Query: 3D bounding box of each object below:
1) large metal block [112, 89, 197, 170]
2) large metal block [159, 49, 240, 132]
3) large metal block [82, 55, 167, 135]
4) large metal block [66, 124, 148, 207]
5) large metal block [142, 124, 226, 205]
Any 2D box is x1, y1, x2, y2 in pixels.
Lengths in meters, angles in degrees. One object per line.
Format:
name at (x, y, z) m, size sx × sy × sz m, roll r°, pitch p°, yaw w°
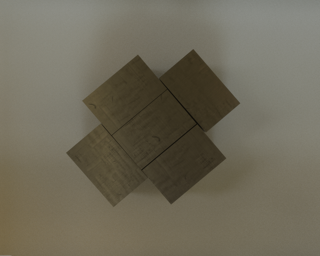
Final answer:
large metal block at (-0.006, 0.001, 0.383) m, size 0.080 × 0.080 × 0.050 m, roll -40°, pitch 90°, yaw 0°
large metal block at (0.044, -0.042, 0.384) m, size 0.050 × 0.080 × 0.080 m, roll -41°, pitch 91°, yaw 0°
large metal block at (-0.039, -0.037, 0.382) m, size 0.080 × 0.080 × 0.050 m, roll -40°, pitch 90°, yaw 0°
large metal block at (-0.059, 0.041, 0.382) m, size 0.050 × 0.080 × 0.080 m, roll -41°, pitch 91°, yaw 0°
large metal block at (0.027, 0.040, 0.384) m, size 0.080 × 0.080 × 0.050 m, roll -40°, pitch 90°, yaw 0°
